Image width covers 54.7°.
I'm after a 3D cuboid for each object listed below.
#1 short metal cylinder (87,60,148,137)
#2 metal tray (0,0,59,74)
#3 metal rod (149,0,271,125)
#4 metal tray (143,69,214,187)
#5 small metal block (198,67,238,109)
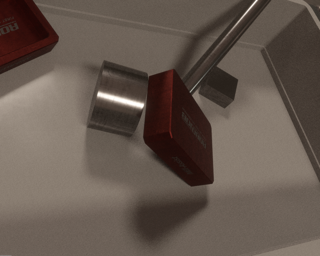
[{"bbox_3d":[-0.051,-0.033,0.362,0.050,0.080,0.080,14,56,-16],"label":"short metal cylinder"},{"bbox_3d":[-0.194,-0.109,0.348,0.131,0.030,0.090,-42,102,-39],"label":"metal tray"},{"bbox_3d":[0.088,-0.116,0.448,0.025,0.025,0.300,40,75,-2],"label":"metal rod"},{"bbox_3d":[0.028,0.005,0.368,0.130,0.030,0.090,48,37,-48],"label":"metal tray"},{"bbox_3d":[0.095,-0.067,0.500,0.050,0.025,0.050,29,52,-10],"label":"small metal block"}]
